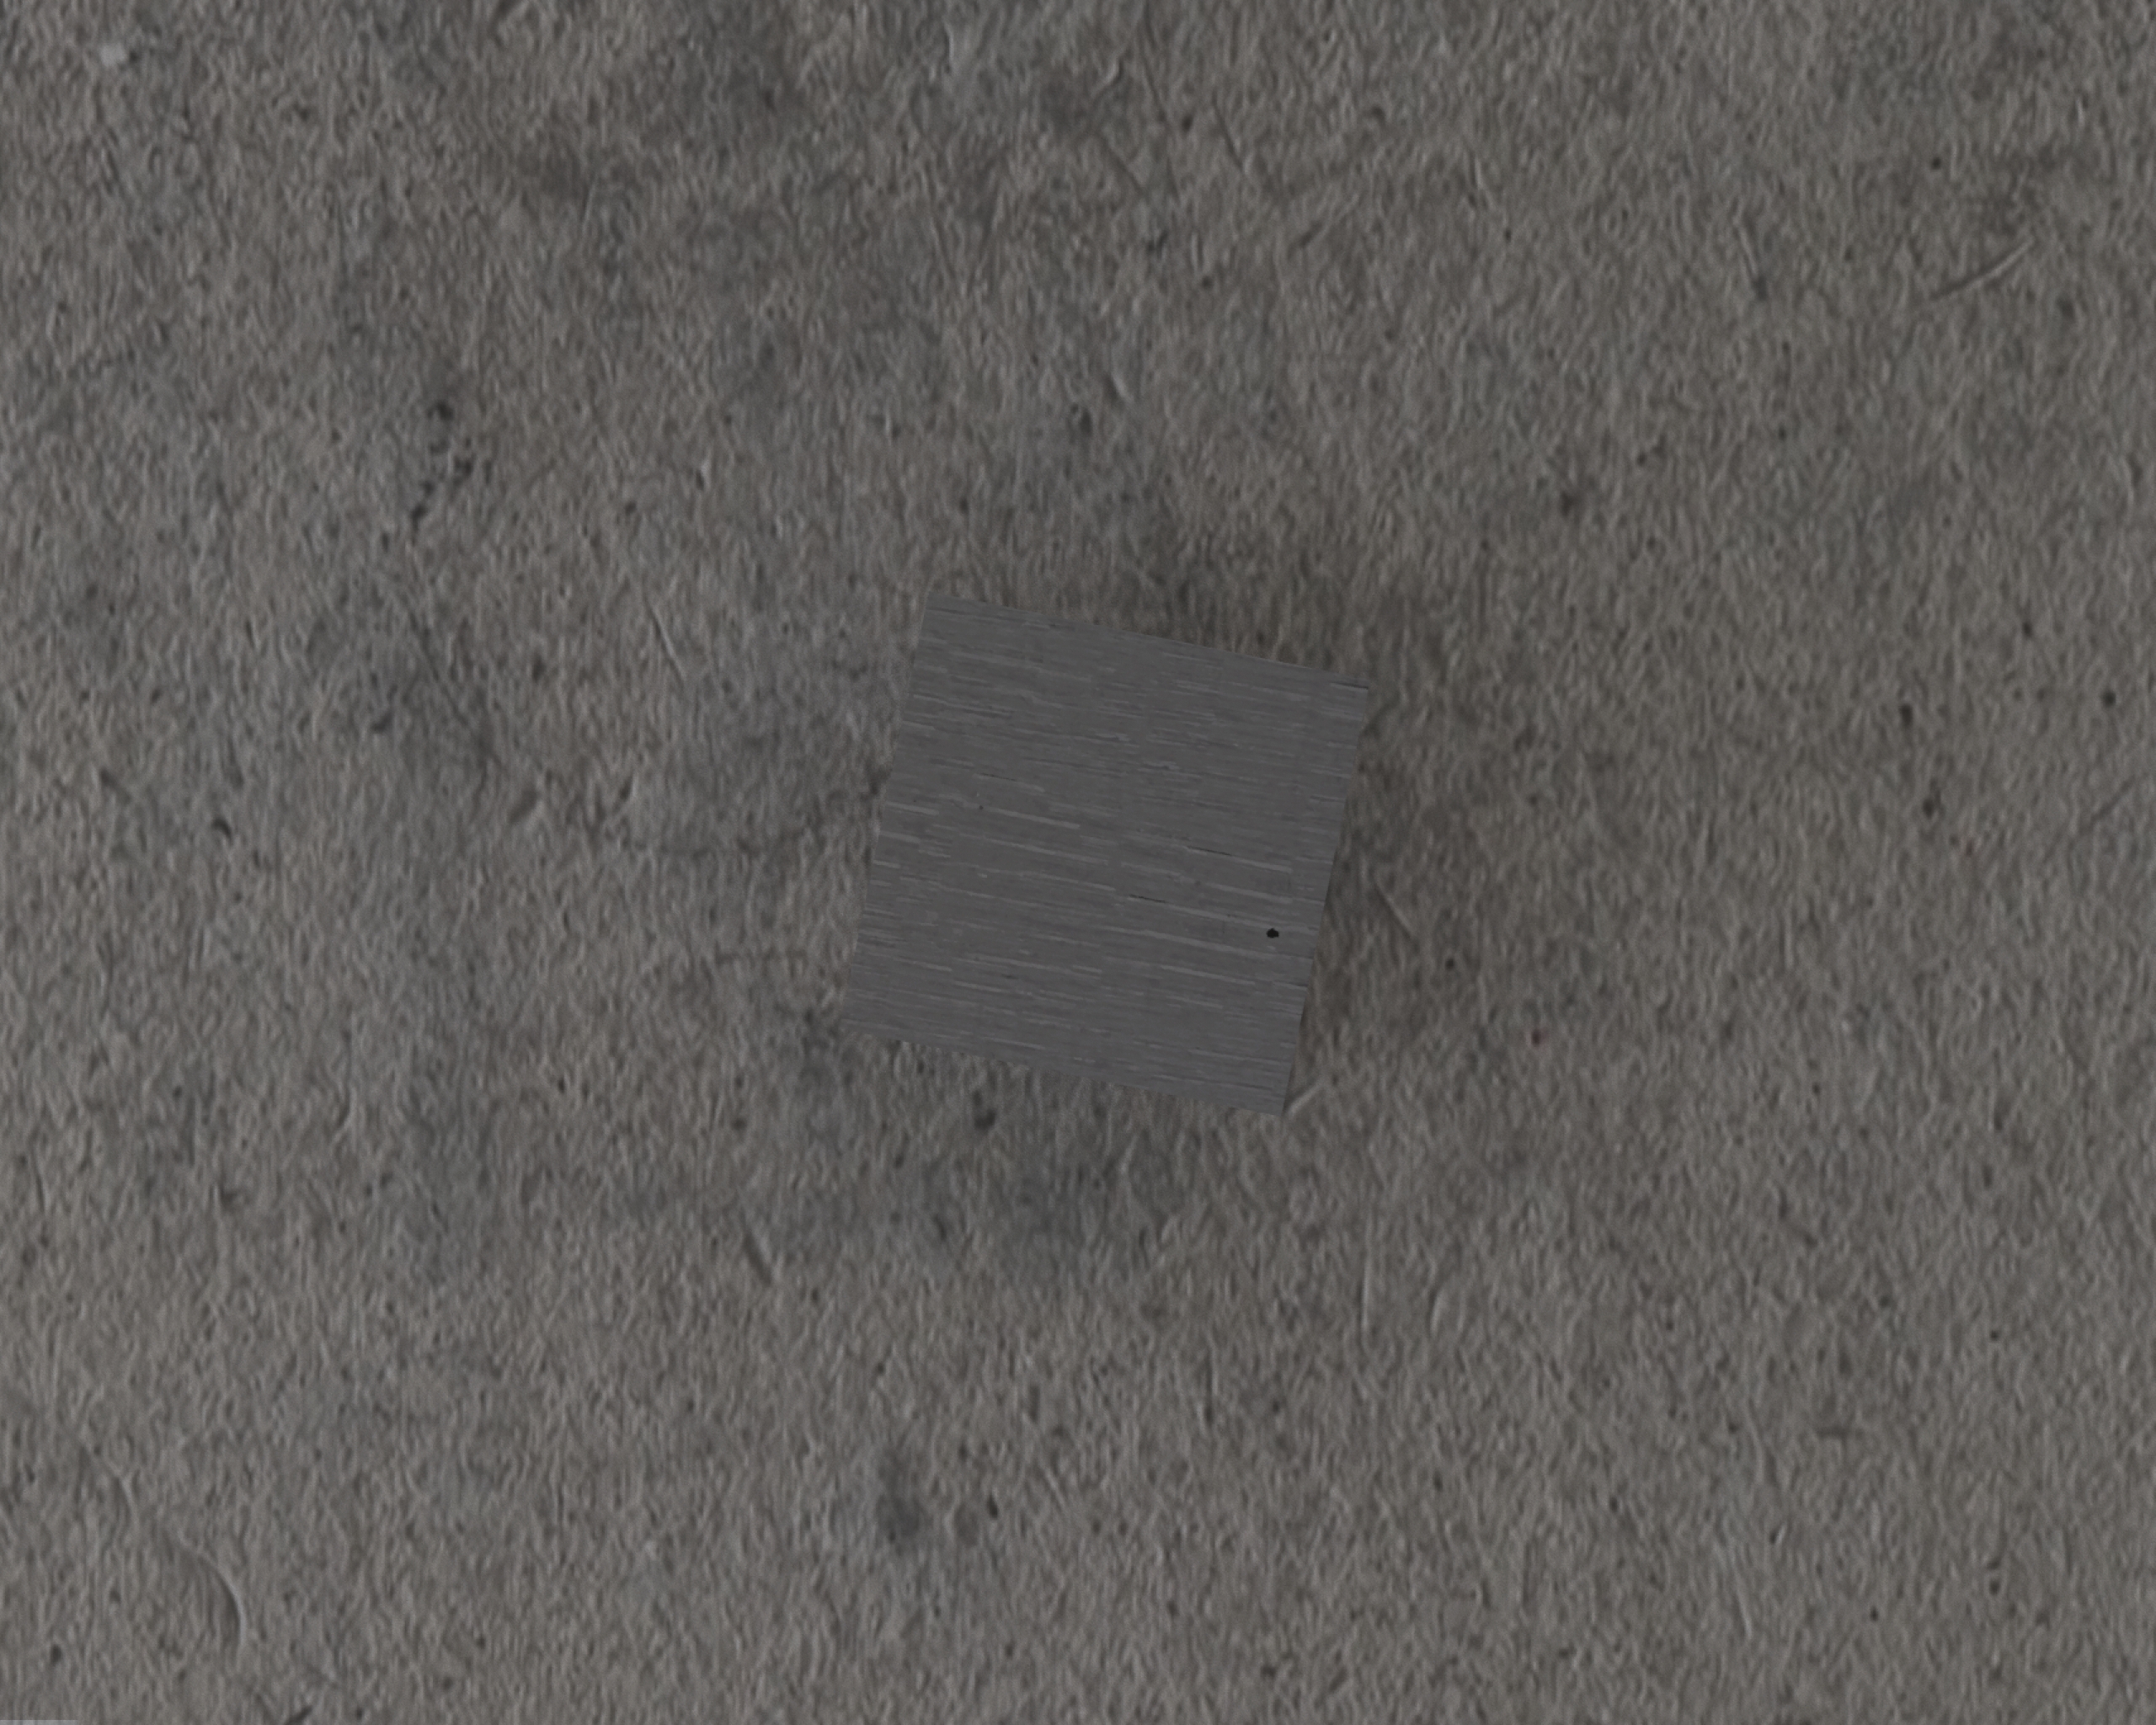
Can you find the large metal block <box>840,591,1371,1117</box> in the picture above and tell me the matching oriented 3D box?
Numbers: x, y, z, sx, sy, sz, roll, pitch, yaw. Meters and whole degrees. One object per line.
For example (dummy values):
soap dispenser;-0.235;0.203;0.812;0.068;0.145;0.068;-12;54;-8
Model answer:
large metal block;0.005;-0.002;0.398;0.080;0.050;0.080;11;90;0
